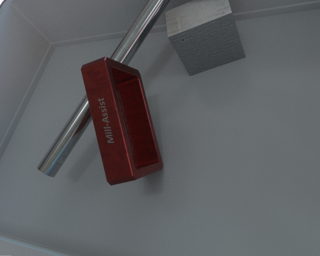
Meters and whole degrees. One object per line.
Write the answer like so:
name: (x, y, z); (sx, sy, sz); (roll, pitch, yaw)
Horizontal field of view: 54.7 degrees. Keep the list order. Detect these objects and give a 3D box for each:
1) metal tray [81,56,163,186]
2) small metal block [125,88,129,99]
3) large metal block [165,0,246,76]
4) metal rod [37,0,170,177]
metal tray: (-0.039, -0.008, 0.354); (0.030, 0.090, 0.129); (-16, 85, 19)
small metal block: (-0.058, -0.032, 0.438); (0.050, 0.050, 0.025); (-17, 55, 18)
large metal block: (0.062, -0.125, 0.414); (0.080, 0.080, 0.050); (-17, 55, 18)
metal rod: (-0.067, -0.069, 0.410); (0.025, 0.025, 0.299); (29, 84, 37)
